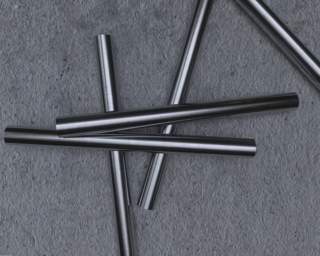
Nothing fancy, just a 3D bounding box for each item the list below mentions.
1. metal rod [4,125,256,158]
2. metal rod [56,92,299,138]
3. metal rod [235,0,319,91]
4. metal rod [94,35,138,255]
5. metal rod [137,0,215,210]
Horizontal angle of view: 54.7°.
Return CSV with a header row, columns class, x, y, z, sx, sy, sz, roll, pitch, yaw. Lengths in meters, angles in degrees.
class,x,y,z,sx,sy,sz,roll,pitch,yaw
metal rod,-0.036,0.017,0.383,0.302,0.025,0.025,3,90,0
metal rod,0.029,-0.018,0.385,0.302,0.025,0.025,-7,90,-10
metal rod,0.181,-0.102,0.411,0.025,0.025,0.300,-43,90,0
metal rod,-0.058,0.029,0.409,0.025,0.025,0.298,-6,90,0
metal rod,0.023,-0.040,0.409,0.025,0.025,0.298,16,90,0
